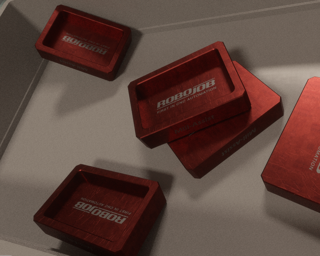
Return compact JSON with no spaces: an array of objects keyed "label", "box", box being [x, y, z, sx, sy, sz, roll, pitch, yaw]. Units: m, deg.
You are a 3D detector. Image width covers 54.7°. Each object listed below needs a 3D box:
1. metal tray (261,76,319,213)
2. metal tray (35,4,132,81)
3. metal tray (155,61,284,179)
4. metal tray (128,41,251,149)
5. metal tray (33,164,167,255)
[{"label":"metal tray","box":[0.169,0.017,0.303,0.090,0.030,0.130,21,73,35]},{"label":"metal tray","box":[-0.122,-0.140,0.508,0.131,0.030,0.090,20,72,3]},{"label":"metal tray","box":[0.068,-0.013,0.374,0.130,0.030,0.090,-38,51,2]},{"label":"metal tray","box":[0.030,-0.040,0.370,0.130,0.030,0.090,-23,53,14]},{"label":"metal tray","box":[-0.070,0.094,0.361,0.130,0.030,0.090,7,45,31]}]
